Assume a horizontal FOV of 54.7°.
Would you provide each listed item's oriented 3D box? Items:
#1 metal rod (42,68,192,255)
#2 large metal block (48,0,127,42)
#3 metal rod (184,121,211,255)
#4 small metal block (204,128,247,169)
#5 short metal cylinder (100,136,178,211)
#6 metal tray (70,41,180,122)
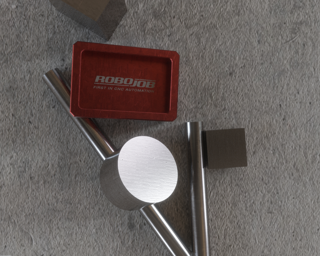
[{"bbox_3d":[-0.056,0.050,0.409,0.025,0.025,0.299,-36,90,0],"label":"metal rod"},{"bbox_3d":[-0.092,-0.160,0.381,0.080,0.080,0.050,31,90,-1],"label":"large metal block"},{"bbox_3d":[0.053,0.141,0.410,0.025,0.025,0.298,-3,90,-1],"label":"metal rod"},{"bbox_3d":[0.086,0.027,0.411,0.050,0.025,0.050,-4,90,-1],"label":"small metal block"},{"bbox_3d":[-0.026,0.056,0.377,0.081,0.050,0.080,17,59,-29],"label":"short metal cylinder"},{"bbox_3d":[-0.044,-0.056,0.392,0.131,0.030,0.089,3,90,-13],"label":"metal tray"}]
